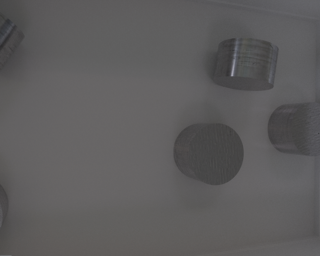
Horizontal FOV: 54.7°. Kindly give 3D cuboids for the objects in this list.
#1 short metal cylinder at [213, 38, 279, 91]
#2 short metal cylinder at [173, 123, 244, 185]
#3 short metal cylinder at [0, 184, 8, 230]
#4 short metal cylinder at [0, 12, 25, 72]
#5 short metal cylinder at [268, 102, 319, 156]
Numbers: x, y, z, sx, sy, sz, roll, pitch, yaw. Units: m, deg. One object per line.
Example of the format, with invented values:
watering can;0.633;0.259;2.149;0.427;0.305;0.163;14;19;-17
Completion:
short metal cylinder;0.117;-0.084;0.424;0.081;0.080;0.050;10;87;-20
short metal cylinder;0.065;0.034;0.421;0.081;0.050;0.080;0;90;-20
short metal cylinder;-0.205;0.089;0.322;0.081;0.050;0.080;0;90;-20
short metal cylinder;-0.188;-0.096;0.312;0.080;0.080;0.050;32;80;-17
short metal cylinder;0.216;0.002;0.476;0.081;0.050;0.080;0;90;-20
